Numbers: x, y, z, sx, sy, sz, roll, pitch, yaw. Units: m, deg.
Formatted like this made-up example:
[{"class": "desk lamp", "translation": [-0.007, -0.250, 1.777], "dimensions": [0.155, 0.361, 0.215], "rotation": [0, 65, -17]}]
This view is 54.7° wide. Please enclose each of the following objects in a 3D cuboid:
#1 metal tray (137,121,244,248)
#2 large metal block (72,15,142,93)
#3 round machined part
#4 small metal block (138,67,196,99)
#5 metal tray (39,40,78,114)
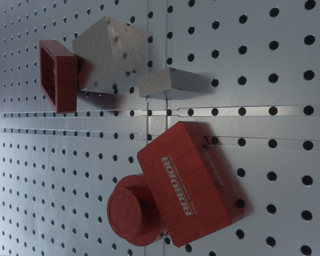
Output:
[{"class": "metal tray", "translation": [0.031, 0.067, 0.380], "dimensions": [0.090, 0.030, 0.130], "rotation": [-38, 67, 33]}, {"class": "large metal block", "translation": [-0.080, -0.105, 0.459], "dimensions": [0.080, 0.050, 0.080], "rotation": [-21, 77, 38]}, {"class": "round machined part", "translation": [-0.036, 0.114, 0.428], "dimensions": [0.098, 0.042, 0.097], "rotation": [0, 90, 40]}, {"class": "small metal block", "translation": [0.009, -0.054, 0.386], "dimensions": [0.050, 0.050, 0.025], "rotation": [-10, 84, 39]}, {"class": "metal tray", "translation": [-0.170, -0.088, 0.510], "dimensions": [0.130, 0.030, 0.089], "rotation": [40, 129, 50]}]
